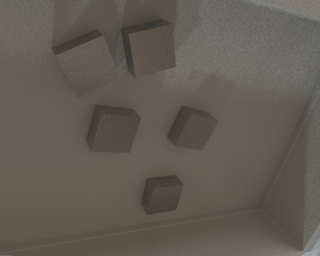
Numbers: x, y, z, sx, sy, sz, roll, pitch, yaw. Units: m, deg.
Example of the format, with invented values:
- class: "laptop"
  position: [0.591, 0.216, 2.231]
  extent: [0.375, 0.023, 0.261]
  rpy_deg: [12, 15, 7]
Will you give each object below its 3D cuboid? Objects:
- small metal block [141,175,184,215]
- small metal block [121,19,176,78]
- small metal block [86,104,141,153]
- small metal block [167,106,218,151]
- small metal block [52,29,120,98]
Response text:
- class: "small metal block"
  position: [0.003, 0.102, 0.473]
  extent: [0.050, 0.025, 0.050]
  rpy_deg: [-1, 119, -28]
- class: "small metal block"
  position: [-0.012, -0.089, 0.347]
  extent: [0.050, 0.025, 0.050]
  rpy_deg: [-19, 126, -17]
- class: "small metal block"
  position: [-0.057, 0.002, 0.378]
  extent: [0.050, 0.025, 0.050]
  rpy_deg: [6, 116, -31]
- class: "small metal block"
  position: [0.046, 0.001, 0.434]
  extent: [0.050, 0.025, 0.050]
  rpy_deg: [12, 112, -34]
- class: "small metal block"
  position: [-0.077, -0.068, 0.325]
  extent: [0.050, 0.025, 0.050]
  rpy_deg: [-27, 128, -11]
